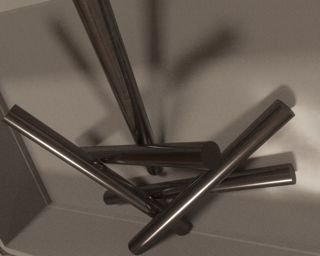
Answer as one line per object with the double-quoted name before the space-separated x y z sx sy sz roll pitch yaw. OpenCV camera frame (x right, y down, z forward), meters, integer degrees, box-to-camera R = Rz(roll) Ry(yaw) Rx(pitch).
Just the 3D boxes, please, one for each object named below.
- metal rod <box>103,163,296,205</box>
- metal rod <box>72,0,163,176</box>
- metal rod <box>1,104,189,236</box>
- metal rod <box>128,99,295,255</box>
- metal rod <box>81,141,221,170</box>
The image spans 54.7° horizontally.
"metal rod" 0.034 0.086 0.442 0.300 0.025 0.025 -15 111 34
"metal rod" -0.030 -0.025 0.327 0.025 0.025 0.299 15 150 20
"metal rod" -0.070 0.069 0.421 0.301 0.025 0.025 39 132 -24
"metal rod" 0.048 0.079 0.396 0.025 0.025 0.298 40 118 0
"metal rod" -0.046 0.034 0.388 0.299 0.025 0.025 -6 117 53
